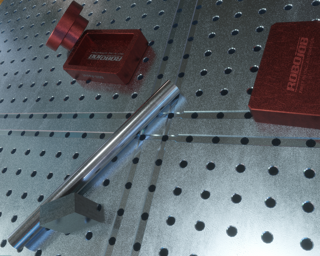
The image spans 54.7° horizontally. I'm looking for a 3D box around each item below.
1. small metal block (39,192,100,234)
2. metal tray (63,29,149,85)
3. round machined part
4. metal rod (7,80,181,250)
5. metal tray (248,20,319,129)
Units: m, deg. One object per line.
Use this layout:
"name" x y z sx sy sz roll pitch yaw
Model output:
"small metal block" -0.111 0.107 0.383 0.050 0.050 0.025 -23 54 14
"metal tray" -0.094 -0.124 0.528 0.130 0.030 0.090 11 67 32
"round machined part" -0.169 -0.183 0.578 0.098 0.042 0.098 -44 27 29
"metal rod" -0.087 0.047 0.422 0.300 0.025 0.025 -45 51 -4
"metal tray" 0.164 -0.065 0.359 0.090 0.030 0.130 8 66 31
